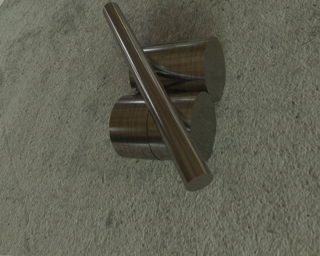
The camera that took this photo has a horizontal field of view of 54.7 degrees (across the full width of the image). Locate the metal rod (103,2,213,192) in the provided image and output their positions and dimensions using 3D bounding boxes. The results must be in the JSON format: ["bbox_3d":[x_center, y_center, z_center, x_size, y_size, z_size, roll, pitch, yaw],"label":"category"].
[{"bbox_3d":[-0.018,-0.061,0.349,0.025,0.025,0.300,-32,52,8],"label":"metal rod"}]

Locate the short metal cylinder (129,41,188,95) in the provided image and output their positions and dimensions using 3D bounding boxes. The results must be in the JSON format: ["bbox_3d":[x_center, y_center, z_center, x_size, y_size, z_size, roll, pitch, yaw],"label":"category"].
[{"bbox_3d":[0.002,-0.072,0.414,0.050,0.080,0.080,1,62,29],"label":"short metal cylinder"}]

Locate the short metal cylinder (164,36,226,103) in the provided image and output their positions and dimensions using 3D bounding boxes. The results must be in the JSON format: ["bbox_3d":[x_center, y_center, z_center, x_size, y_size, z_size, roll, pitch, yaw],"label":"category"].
[{"bbox_3d":[0.046,-0.071,0.390,0.050,0.080,0.080,1,62,29],"label":"short metal cylinder"}]

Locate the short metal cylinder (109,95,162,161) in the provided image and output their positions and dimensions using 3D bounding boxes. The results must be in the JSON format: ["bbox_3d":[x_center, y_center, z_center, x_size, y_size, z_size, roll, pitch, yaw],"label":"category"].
[{"bbox_3d":[-0.017,-0.001,0.380,0.050,0.080,0.080,1,62,29],"label":"short metal cylinder"}]

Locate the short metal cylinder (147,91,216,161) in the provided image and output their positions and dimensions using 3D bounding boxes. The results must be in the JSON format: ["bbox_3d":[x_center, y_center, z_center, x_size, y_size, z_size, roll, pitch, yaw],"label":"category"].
[{"bbox_3d":[0.028,-0.001,0.357,0.050,0.080,0.080,1,62,29],"label":"short metal cylinder"}]
